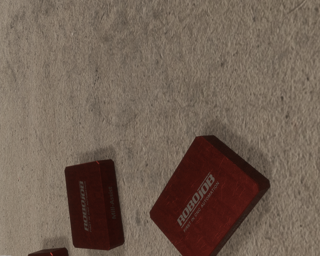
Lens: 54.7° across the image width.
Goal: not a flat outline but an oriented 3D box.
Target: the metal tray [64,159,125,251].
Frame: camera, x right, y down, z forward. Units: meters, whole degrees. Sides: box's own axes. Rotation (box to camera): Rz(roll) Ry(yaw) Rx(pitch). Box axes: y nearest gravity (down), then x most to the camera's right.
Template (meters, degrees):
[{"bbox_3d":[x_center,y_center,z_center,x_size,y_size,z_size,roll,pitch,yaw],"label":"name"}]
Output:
[{"bbox_3d":[-0.105,0.119,0.486,0.090,0.030,0.129,-14,81,38],"label":"metal tray"}]

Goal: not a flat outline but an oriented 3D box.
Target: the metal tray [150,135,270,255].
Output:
[{"bbox_3d":[0.051,0.084,0.358,0.090,0.030,0.129,43,115,31],"label":"metal tray"}]

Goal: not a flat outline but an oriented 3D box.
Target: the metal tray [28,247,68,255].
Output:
[{"bbox_3d":[-0.195,0.288,0.558,0.090,0.030,0.129,-22,77,37],"label":"metal tray"}]
